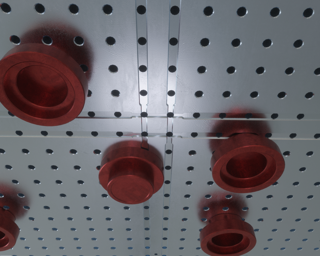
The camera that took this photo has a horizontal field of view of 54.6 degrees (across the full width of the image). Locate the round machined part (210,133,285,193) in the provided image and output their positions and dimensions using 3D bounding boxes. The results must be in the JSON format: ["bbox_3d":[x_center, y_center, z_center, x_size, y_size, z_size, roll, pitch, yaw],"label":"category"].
[{"bbox_3d":[0.121,0.046,0.440,0.099,0.042,0.097,0,130,0],"label":"round machined part"}]

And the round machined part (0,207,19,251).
[{"bbox_3d":[-0.298,0.174,0.545,0.099,0.042,0.097,0,130,0],"label":"round machined part"}]

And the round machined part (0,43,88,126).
[{"bbox_3d":[-0.132,-0.052,0.355,0.099,0.042,0.097,0,130,0],"label":"round machined part"}]

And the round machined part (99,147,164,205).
[{"bbox_3d":[-0.043,0.078,0.466,0.099,0.042,0.097,0,130,0],"label":"round machined part"}]

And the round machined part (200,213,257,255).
[{"bbox_3d":[0.121,0.193,0.565,0.099,0.042,0.097,0,130,0],"label":"round machined part"}]
